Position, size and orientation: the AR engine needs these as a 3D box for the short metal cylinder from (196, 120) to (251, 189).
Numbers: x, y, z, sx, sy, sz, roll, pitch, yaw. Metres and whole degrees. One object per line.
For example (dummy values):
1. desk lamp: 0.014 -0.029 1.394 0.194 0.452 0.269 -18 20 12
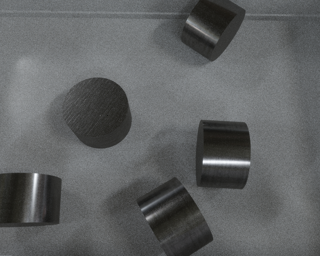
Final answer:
1. short metal cylinder: 0.072 0.031 0.369 0.050 0.080 0.080 3 70 1

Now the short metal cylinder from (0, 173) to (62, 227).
1. short metal cylinder: -0.154 0.083 0.349 0.081 0.080 0.050 -3 70 -1

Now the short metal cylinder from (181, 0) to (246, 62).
1. short metal cylinder: 0.074 -0.141 0.432 0.050 0.080 0.080 37 74 12

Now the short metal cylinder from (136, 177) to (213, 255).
1. short metal cylinder: 0.015 0.102 0.343 0.050 0.080 0.080 -29 73 -10

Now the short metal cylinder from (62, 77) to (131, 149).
1. short metal cylinder: -0.079 -0.018 0.402 0.081 0.050 0.080 0 70 0
